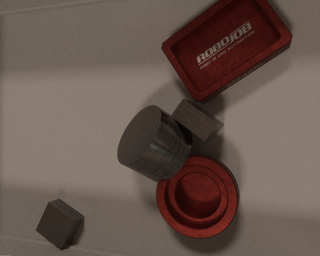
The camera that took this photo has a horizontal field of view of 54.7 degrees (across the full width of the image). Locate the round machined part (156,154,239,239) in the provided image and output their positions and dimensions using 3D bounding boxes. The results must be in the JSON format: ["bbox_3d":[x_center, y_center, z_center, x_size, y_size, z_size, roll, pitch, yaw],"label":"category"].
[{"bbox_3d":[0.049,0.081,0.384,0.098,0.042,0.097,0,90,19],"label":"round machined part"}]

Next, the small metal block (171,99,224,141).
[{"bbox_3d":[0.047,-0.010,0.380,0.050,0.050,0.025,38,102,15],"label":"small metal block"}]

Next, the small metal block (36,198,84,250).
[{"bbox_3d":[-0.149,0.142,0.461,0.050,0.025,0.050,29,99,17],"label":"small metal block"}]

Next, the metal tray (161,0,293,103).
[{"bbox_3d":[0.079,-0.101,0.379,0.130,0.030,0.090,-34,80,16],"label":"metal tray"}]

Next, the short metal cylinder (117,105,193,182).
[{"bbox_3d":[-0.007,0.019,0.376,0.050,0.080,0.080,33,105,-28],"label":"short metal cylinder"}]
